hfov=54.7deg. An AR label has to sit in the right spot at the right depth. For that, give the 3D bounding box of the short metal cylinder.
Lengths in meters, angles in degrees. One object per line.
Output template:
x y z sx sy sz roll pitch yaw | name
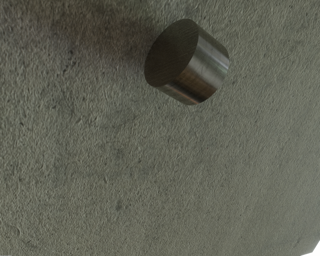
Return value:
0.028 -0.071 0.342 0.050 0.080 0.080 26 104 -37 | short metal cylinder
